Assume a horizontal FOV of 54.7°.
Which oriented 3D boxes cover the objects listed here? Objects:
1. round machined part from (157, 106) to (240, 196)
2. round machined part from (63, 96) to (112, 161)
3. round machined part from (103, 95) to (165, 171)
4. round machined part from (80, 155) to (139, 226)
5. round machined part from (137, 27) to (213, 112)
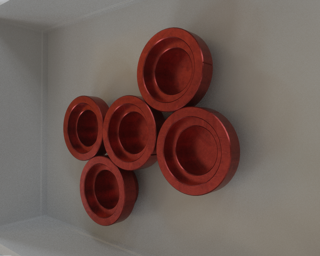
[{"bbox_3d":[0.047,0.025,0.354,0.098,0.042,0.097,0,90,40],"label":"round machined part"},{"bbox_3d":[-0.103,0.000,0.478,0.098,0.042,0.097,0,90,40],"label":"round machined part"},{"bbox_3d":[-0.029,0.006,0.415,0.098,0.042,0.097,0,90,40],"label":"round machined part"},{"bbox_3d":[-0.070,0.088,0.449,0.098,0.042,0.097,0,90,40],"label":"round machined part"},{"bbox_3d":[0.022,-0.067,0.375,0.098,0.042,0.097,0,90,40],"label":"round machined part"}]
